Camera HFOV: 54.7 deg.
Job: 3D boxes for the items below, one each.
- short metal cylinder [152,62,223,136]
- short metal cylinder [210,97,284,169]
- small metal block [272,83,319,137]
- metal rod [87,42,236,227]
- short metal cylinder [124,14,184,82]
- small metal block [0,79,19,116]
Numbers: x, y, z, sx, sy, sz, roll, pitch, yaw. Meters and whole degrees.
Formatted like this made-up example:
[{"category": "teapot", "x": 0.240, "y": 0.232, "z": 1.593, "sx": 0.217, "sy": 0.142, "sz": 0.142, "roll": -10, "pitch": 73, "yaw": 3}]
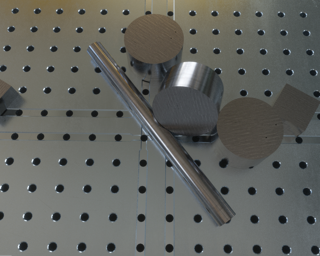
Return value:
[{"category": "short metal cylinder", "x": 0.036, "y": -0.035, "z": 0.388, "sx": 0.080, "sy": 0.079, "sz": 0.050, "roll": 16, "pitch": 48, "yaw": 6}, {"category": "short metal cylinder", "x": 0.109, "y": 0.007, "z": 0.396, "sx": 0.080, "sy": 0.050, "sz": 0.080, "roll": 0, "pitch": 70, "yaw": 0}, {"category": "small metal block", "x": 0.180, "y": -0.024, "z": 0.422, "sx": 0.050, "sy": 0.025, "sz": 0.050, "roll": 32, "pitch": 73, "yaw": 11}, {"category": "metal rod", "x": -0.007, "y": -0.003, "z": 0.412, "sx": 0.025, "sy": 0.025, "sz": 0.300, "roll": -35, "pitch": 74, "yaw": -12}, {"category": "short metal cylinder", "x": -0.008, "y": -0.113, "z": 0.439, "sx": 0.081, "sy": 0.050, "sz": 0.080, "roll": 0, "pitch": 70, "yaw": 0}, {"category": "small metal block", "x": -0.235, "y": -0.045, "z": 0.426, "sx": 0.050, "sy": 0.025, "sz": 0.050, "roll": 31, "pitch": 73, "yaw": 10}]
